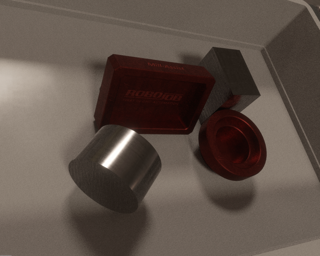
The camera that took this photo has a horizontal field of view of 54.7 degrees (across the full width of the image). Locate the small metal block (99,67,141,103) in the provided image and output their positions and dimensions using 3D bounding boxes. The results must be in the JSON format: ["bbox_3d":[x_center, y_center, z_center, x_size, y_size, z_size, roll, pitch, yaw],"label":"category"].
[{"bbox_3d":[-0.044,-0.058,0.402,0.050,0.050,0.025,-13,69,-34],"label":"small metal block"}]

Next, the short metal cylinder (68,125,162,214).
[{"bbox_3d":[-0.046,0.043,0.321,0.080,0.080,0.050,38,51,-4],"label":"short metal cylinder"}]

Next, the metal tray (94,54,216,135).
[{"bbox_3d":[-0.006,-0.036,0.380,0.131,0.089,0.030,1,37,-28],"label":"metal tray"}]

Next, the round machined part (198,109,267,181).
[{"bbox_3d":[0.095,0.026,0.429,0.099,0.042,0.098,12,60,-22],"label":"round machined part"}]

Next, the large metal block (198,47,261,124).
[{"bbox_3d":[0.089,-0.060,0.457,0.050,0.080,0.080,-2,63,-30],"label":"large metal block"}]
